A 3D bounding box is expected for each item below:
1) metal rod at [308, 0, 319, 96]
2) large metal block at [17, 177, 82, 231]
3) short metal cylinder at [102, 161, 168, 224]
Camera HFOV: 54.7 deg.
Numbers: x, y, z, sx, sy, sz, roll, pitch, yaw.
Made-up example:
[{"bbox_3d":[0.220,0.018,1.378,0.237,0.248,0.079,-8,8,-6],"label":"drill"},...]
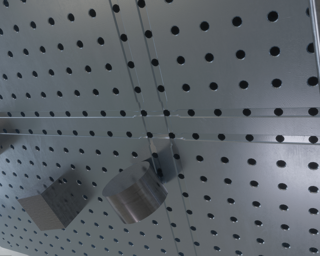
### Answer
[{"bbox_3d":[0.182,0.001,0.316,0.025,0.025,0.298,-6,116,31],"label":"metal rod"},{"bbox_3d":[-0.213,0.149,0.599,0.080,0.050,0.080,-18,109,35],"label":"large metal block"},{"bbox_3d":[-0.036,0.093,0.452,0.080,0.080,0.050,-22,107,36],"label":"short metal cylinder"}]
